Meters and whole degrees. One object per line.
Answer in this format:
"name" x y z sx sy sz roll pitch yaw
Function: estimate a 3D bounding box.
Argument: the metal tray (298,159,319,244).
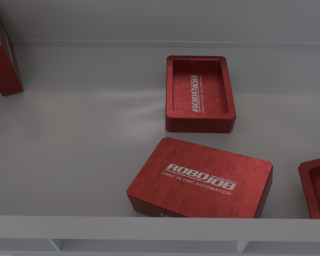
"metal tray" 0.214 0.064 0.299 0.130 0.030 0.090 -20 50 28

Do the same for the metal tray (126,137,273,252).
"metal tray" 0.042 0.063 0.329 0.130 0.030 0.090 13 49 28

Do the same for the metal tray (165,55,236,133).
"metal tray" 0.054 -0.052 0.445 0.091 0.030 0.130 1 50 1

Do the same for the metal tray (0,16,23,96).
"metal tray" -0.244 -0.122 0.463 0.030 0.090 0.130 -19 53 -15
